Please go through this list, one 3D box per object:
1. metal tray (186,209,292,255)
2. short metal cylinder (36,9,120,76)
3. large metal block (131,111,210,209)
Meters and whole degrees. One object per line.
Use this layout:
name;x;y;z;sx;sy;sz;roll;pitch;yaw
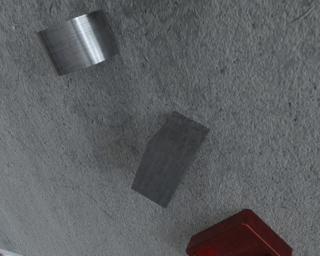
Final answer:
metal tray;0.112;0.181;0.456;0.090;0.030;0.129;44;129;-3
short metal cylinder;-0.093;-0.099;0.359;0.080;0.080;0.050;-7;115;31
large metal block;0.014;0.038;0.388;0.050;0.080;0.079;29;128;10
